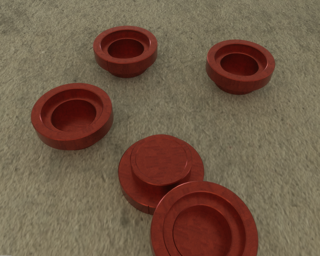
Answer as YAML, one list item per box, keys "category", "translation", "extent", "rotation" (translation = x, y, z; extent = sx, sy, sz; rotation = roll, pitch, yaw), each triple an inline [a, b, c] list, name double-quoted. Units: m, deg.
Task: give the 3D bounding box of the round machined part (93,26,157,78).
- category: "round machined part"
  translation: [-0.053, -0.116, 0.489]
  extent: [0.099, 0.042, 0.098]
  rotation: [0, 50, 0]

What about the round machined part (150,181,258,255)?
- category: "round machined part"
  translation: [0.039, 0.104, 0.298]
  extent: [0.099, 0.042, 0.098]
  rotation: [3, 59, -4]

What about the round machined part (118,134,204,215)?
- category: "round machined part"
  translation: [0.001, 0.046, 0.354]
  extent: [0.099, 0.042, 0.098]
  rotation: [0, 50, 0]

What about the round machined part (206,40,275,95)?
- category: "round machined part"
  translation: [0.118, -0.088, 0.468]
  extent: [0.099, 0.042, 0.098]
  rotation: [0, 50, 0]

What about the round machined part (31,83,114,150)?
- category: "round machined part"
  translation: [-0.109, -0.010, 0.399]
  extent: [0.099, 0.042, 0.098]
  rotation: [0, 50, 0]
